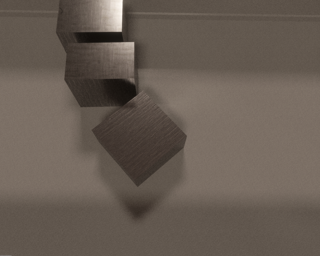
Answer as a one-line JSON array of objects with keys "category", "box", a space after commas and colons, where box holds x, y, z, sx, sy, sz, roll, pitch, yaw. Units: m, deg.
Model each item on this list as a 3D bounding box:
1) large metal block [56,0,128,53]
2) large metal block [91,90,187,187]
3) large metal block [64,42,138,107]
[{"category": "large metal block", "box": [-0.088, -0.128, 0.426, 0.081, 0.080, 0.050, -1, 70, -1]}, {"category": "large metal block", "box": [-0.025, 0.014, 0.391, 0.080, 0.050, 0.080, -40, 75, -13]}, {"category": "large metal block", "box": [-0.071, -0.067, 0.404, 0.081, 0.080, 0.050, -1, 70, -1]}]
